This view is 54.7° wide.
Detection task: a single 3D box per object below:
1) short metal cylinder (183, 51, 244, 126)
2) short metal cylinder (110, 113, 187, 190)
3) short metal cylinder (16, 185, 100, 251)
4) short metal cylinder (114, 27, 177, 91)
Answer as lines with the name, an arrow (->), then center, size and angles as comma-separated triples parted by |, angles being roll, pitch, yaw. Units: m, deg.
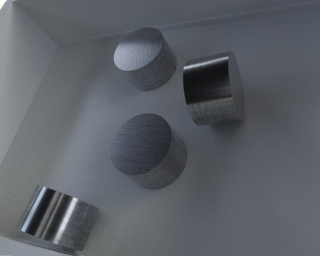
short metal cylinder -> 0.065, -0.045, 0.364 | 0.050, 0.080, 0.080 | -8, 58, 24
short metal cylinder -> -0.013, 0.029, 0.379 | 0.080, 0.050, 0.080 | -13, 56, 21
short metal cylinder -> -0.119, 0.107, 0.368 | 0.080, 0.080, 0.050 | 7, 65, 31
short metal cylinder -> -0.021, -0.103, 0.464 | 0.080, 0.050, 0.080 | -13, 56, 21
